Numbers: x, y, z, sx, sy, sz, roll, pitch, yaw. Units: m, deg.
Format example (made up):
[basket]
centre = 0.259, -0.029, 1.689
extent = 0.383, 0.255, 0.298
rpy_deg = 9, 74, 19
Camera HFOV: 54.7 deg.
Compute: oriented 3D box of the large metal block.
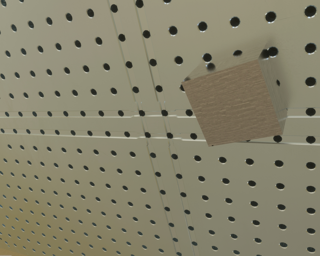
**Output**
[large metal block]
centre = 0.081, -0.032, 0.332
extent = 0.080, 0.050, 0.080
rpy_deg = -13, 112, 33
